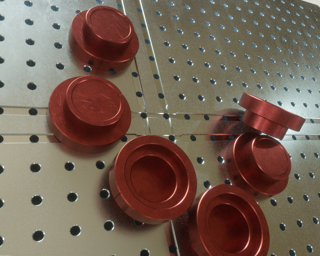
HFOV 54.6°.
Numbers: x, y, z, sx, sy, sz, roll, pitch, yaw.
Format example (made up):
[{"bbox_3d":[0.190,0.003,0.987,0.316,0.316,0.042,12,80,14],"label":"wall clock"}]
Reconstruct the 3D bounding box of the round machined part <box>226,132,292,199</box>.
[{"bbox_3d":[0.148,0.049,0.446,0.099,0.042,0.098,13,56,-21],"label":"round machined part"}]

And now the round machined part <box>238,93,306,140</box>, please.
[{"bbox_3d":[0.165,-0.016,0.473,0.098,0.042,0.098,22,13,-5],"label":"round machined part"}]

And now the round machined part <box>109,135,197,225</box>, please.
[{"bbox_3d":[-0.011,0.061,0.354,0.099,0.042,0.098,13,56,-21],"label":"round machined part"}]

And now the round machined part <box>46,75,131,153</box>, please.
[{"bbox_3d":[-0.080,-0.023,0.368,0.099,0.042,0.098,13,56,-21],"label":"round machined part"}]

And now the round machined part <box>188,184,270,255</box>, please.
[{"bbox_3d":[0.076,0.119,0.365,0.099,0.042,0.098,13,56,-21],"label":"round machined part"}]

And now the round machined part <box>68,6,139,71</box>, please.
[{"bbox_3d":[-0.075,-0.132,0.437,0.099,0.042,0.098,13,56,-21],"label":"round machined part"}]
